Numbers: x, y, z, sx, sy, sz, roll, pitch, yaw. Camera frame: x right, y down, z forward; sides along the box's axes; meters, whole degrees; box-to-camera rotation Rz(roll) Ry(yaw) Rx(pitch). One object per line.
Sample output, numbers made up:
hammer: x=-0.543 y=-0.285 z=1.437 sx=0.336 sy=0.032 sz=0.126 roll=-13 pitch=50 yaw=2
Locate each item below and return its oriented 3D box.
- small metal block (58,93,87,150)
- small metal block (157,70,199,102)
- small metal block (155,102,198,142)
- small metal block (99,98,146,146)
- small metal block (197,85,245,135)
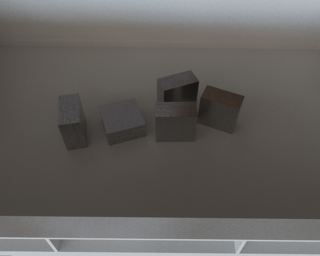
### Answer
small metal block: x=-0.111 y=-0.008 z=0.394 sx=0.025 sy=0.050 sz=0.050 roll=-8 pitch=51 yaw=-7
small metal block: x=0.024 y=-0.048 z=0.429 sx=0.050 sy=0.050 sz=0.025 roll=-17 pitch=52 yaw=-14
small metal block: x=0.020 y=-0.007 z=0.395 sx=0.050 sy=0.050 sz=0.025 roll=-1 pitch=50 yaw=-1
small metal block: x=-0.050 y=-0.009 z=0.412 sx=0.050 sy=0.025 sz=0.050 roll=-14 pitch=52 yaw=-12
small metal block: x=0.079 y=-0.024 z=0.410 sx=0.050 sy=0.050 sz=0.025 roll=19 pitch=53 yaw=15
